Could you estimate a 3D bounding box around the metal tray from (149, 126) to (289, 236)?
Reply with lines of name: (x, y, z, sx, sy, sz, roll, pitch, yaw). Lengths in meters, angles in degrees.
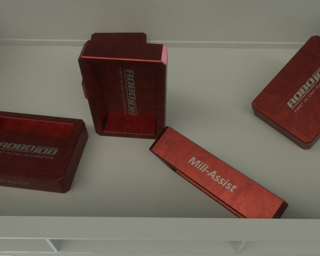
metal tray: (0.058, 0.055, 0.314, 0.130, 0.090, 0.030, 33, 82, 24)

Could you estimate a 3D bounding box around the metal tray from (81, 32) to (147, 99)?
metal tray: (-0.066, -0.100, 0.485, 0.091, 0.030, 0.130, -1, 50, -1)

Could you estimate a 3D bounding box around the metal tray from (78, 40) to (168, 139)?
metal tray: (-0.038, -0.039, 0.369, 0.091, 0.129, 0.030, 4, 50, 3)

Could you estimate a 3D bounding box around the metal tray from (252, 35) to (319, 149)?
metal tray: (0.198, -0.048, 0.405, 0.130, 0.030, 0.090, -48, 60, 0)

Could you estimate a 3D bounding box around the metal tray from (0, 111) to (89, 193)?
metal tray: (-0.164, 0.026, 0.377, 0.131, 0.030, 0.090, 6, 50, 4)
